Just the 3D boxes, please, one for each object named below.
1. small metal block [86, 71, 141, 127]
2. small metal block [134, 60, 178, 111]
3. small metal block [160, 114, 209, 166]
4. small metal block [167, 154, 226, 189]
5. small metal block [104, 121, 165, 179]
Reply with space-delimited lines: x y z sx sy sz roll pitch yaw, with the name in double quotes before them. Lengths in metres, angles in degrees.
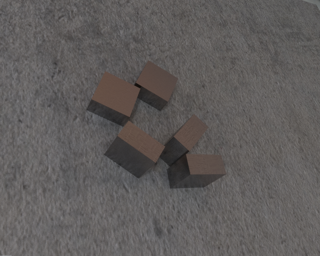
"small metal block" -0.059 -0.037 0.396 0.050 0.025 0.050 26 53 -13
"small metal block" -0.008 -0.060 0.438 0.050 0.025 0.050 30 52 -9
"small metal block" 0.028 0.016 0.395 0.025 0.050 0.050 43 51 1
"small metal block" 0.044 0.054 0.380 0.050 0.050 0.025 4 60 -27
"small metal block" -0.030 0.026 0.357 0.050 0.050 0.025 36 51 -5
